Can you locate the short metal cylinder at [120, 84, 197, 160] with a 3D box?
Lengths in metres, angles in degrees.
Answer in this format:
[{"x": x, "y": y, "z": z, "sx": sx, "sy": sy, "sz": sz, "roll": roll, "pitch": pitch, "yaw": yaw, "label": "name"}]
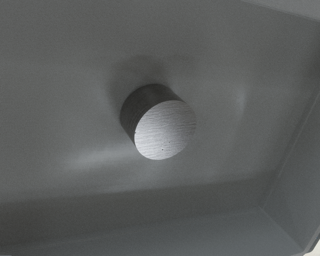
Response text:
[{"x": -0.003, "y": -0.008, "z": 0.383, "sx": 0.081, "sy": 0.050, "sz": 0.080, "roll": -14, "pitch": 124, "yaw": -21, "label": "short metal cylinder"}]
